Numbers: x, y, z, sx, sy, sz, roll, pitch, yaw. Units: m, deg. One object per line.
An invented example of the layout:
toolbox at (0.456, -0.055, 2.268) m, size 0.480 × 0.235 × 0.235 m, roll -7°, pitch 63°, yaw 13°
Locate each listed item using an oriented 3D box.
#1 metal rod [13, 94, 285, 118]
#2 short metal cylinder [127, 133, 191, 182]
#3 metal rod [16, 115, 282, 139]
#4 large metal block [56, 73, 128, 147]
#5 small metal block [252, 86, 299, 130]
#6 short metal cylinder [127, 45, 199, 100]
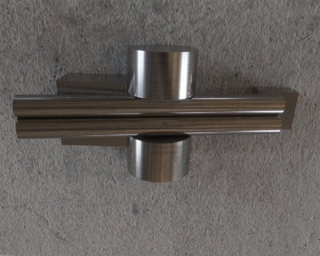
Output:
metal rod at (-0.004, -0.026, 0.354) m, size 0.302 × 0.025 × 0.025 m, roll -1°, pitch 110°, yaw -8°
short metal cylinder at (-0.001, 0.027, 0.391) m, size 0.081 × 0.080 × 0.050 m, roll 1°, pitch 110°, yaw -1°
metal rod at (-0.005, -0.003, 0.362) m, size 0.302 × 0.025 × 0.025 m, roll -1°, pitch 110°, yaw -8°
large metal block at (-0.079, -0.024, 0.388) m, size 0.081 × 0.050 × 0.079 m, roll 2°, pitch 110°, yaw -1°
small metal block at (0.146, -0.026, 0.403) m, size 0.050 × 0.025 × 0.050 m, roll 3°, pitch 110°, yaw -1°
short metal cylinder at (0.003, -0.067, 0.357) m, size 0.081 × 0.080 × 0.050 m, roll 1°, pitch 110°, yaw -1°
